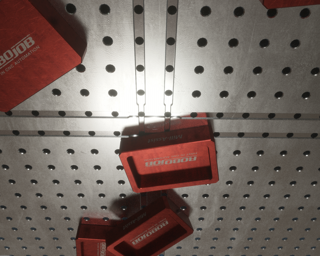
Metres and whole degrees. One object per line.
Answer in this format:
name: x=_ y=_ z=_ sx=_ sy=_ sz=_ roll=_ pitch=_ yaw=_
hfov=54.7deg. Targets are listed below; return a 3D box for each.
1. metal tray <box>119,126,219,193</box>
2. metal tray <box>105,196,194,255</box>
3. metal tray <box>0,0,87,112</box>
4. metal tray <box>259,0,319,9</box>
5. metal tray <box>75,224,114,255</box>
metal tray: x=0.015 y=0.048 z=0.449 sx=0.131 sy=0.030 sz=0.090 roll=-9 pitch=130 yaw=6
metal tray: x=-0.018 y=0.184 z=0.543 sx=0.130 sy=0.030 sz=0.090 roll=-35 pitch=124 yaw=7
metal tray: x=-0.158 y=-0.081 z=0.337 sx=0.130 sy=0.030 sz=0.090 roll=-27 pitch=126 yaw=20
metal tray: x=0.158 y=-0.160 z=0.274 sx=0.131 sy=0.030 sz=0.089 roll=-4 pitch=130 yaw=3
metal tray: x=-0.116 y=0.241 z=0.612 sx=0.091 sy=0.030 sz=0.129 roll=6 pitch=130 yaw=-6
